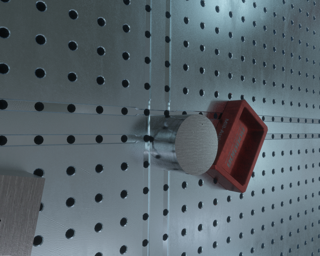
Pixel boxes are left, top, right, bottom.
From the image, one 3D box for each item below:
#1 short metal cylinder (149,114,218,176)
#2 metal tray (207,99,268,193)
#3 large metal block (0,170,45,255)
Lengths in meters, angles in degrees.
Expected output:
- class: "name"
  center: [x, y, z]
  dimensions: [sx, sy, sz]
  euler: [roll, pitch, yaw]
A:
- class: "short metal cylinder"
  center: [0.033, 0.022, 0.421]
  dimensions: [0.081, 0.050, 0.079]
  euler: [0, 90, -40]
- class: "metal tray"
  center: [0.127, 0.029, 0.511]
  dimensions: [0.090, 0.030, 0.130]
  euler: [41, 65, -32]
- class: "large metal block"
  center: [-0.154, 0.076, 0.264]
  dimensions: [0.081, 0.050, 0.080]
  euler: [14, 81, -39]
